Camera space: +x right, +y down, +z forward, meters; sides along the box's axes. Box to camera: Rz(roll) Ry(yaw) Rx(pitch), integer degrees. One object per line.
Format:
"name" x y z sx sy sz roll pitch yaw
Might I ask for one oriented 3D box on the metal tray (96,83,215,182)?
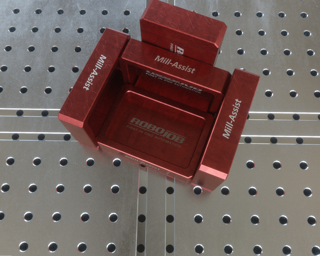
"metal tray" -0.005 0.005 0.407 0.130 0.030 0.090 21 71 7

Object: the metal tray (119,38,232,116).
"metal tray" 0.017 -0.058 0.398 0.130 0.090 0.030 21 72 7

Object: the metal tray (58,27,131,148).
"metal tray" -0.074 -0.048 0.394 0.030 0.090 0.130 21 71 7

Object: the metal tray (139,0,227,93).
"metal tray" 0.025 -0.093 0.389 0.090 0.130 0.030 21 72 7

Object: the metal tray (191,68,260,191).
"metal tray" 0.078 0.005 0.375 0.030 0.090 0.130 21 71 7
